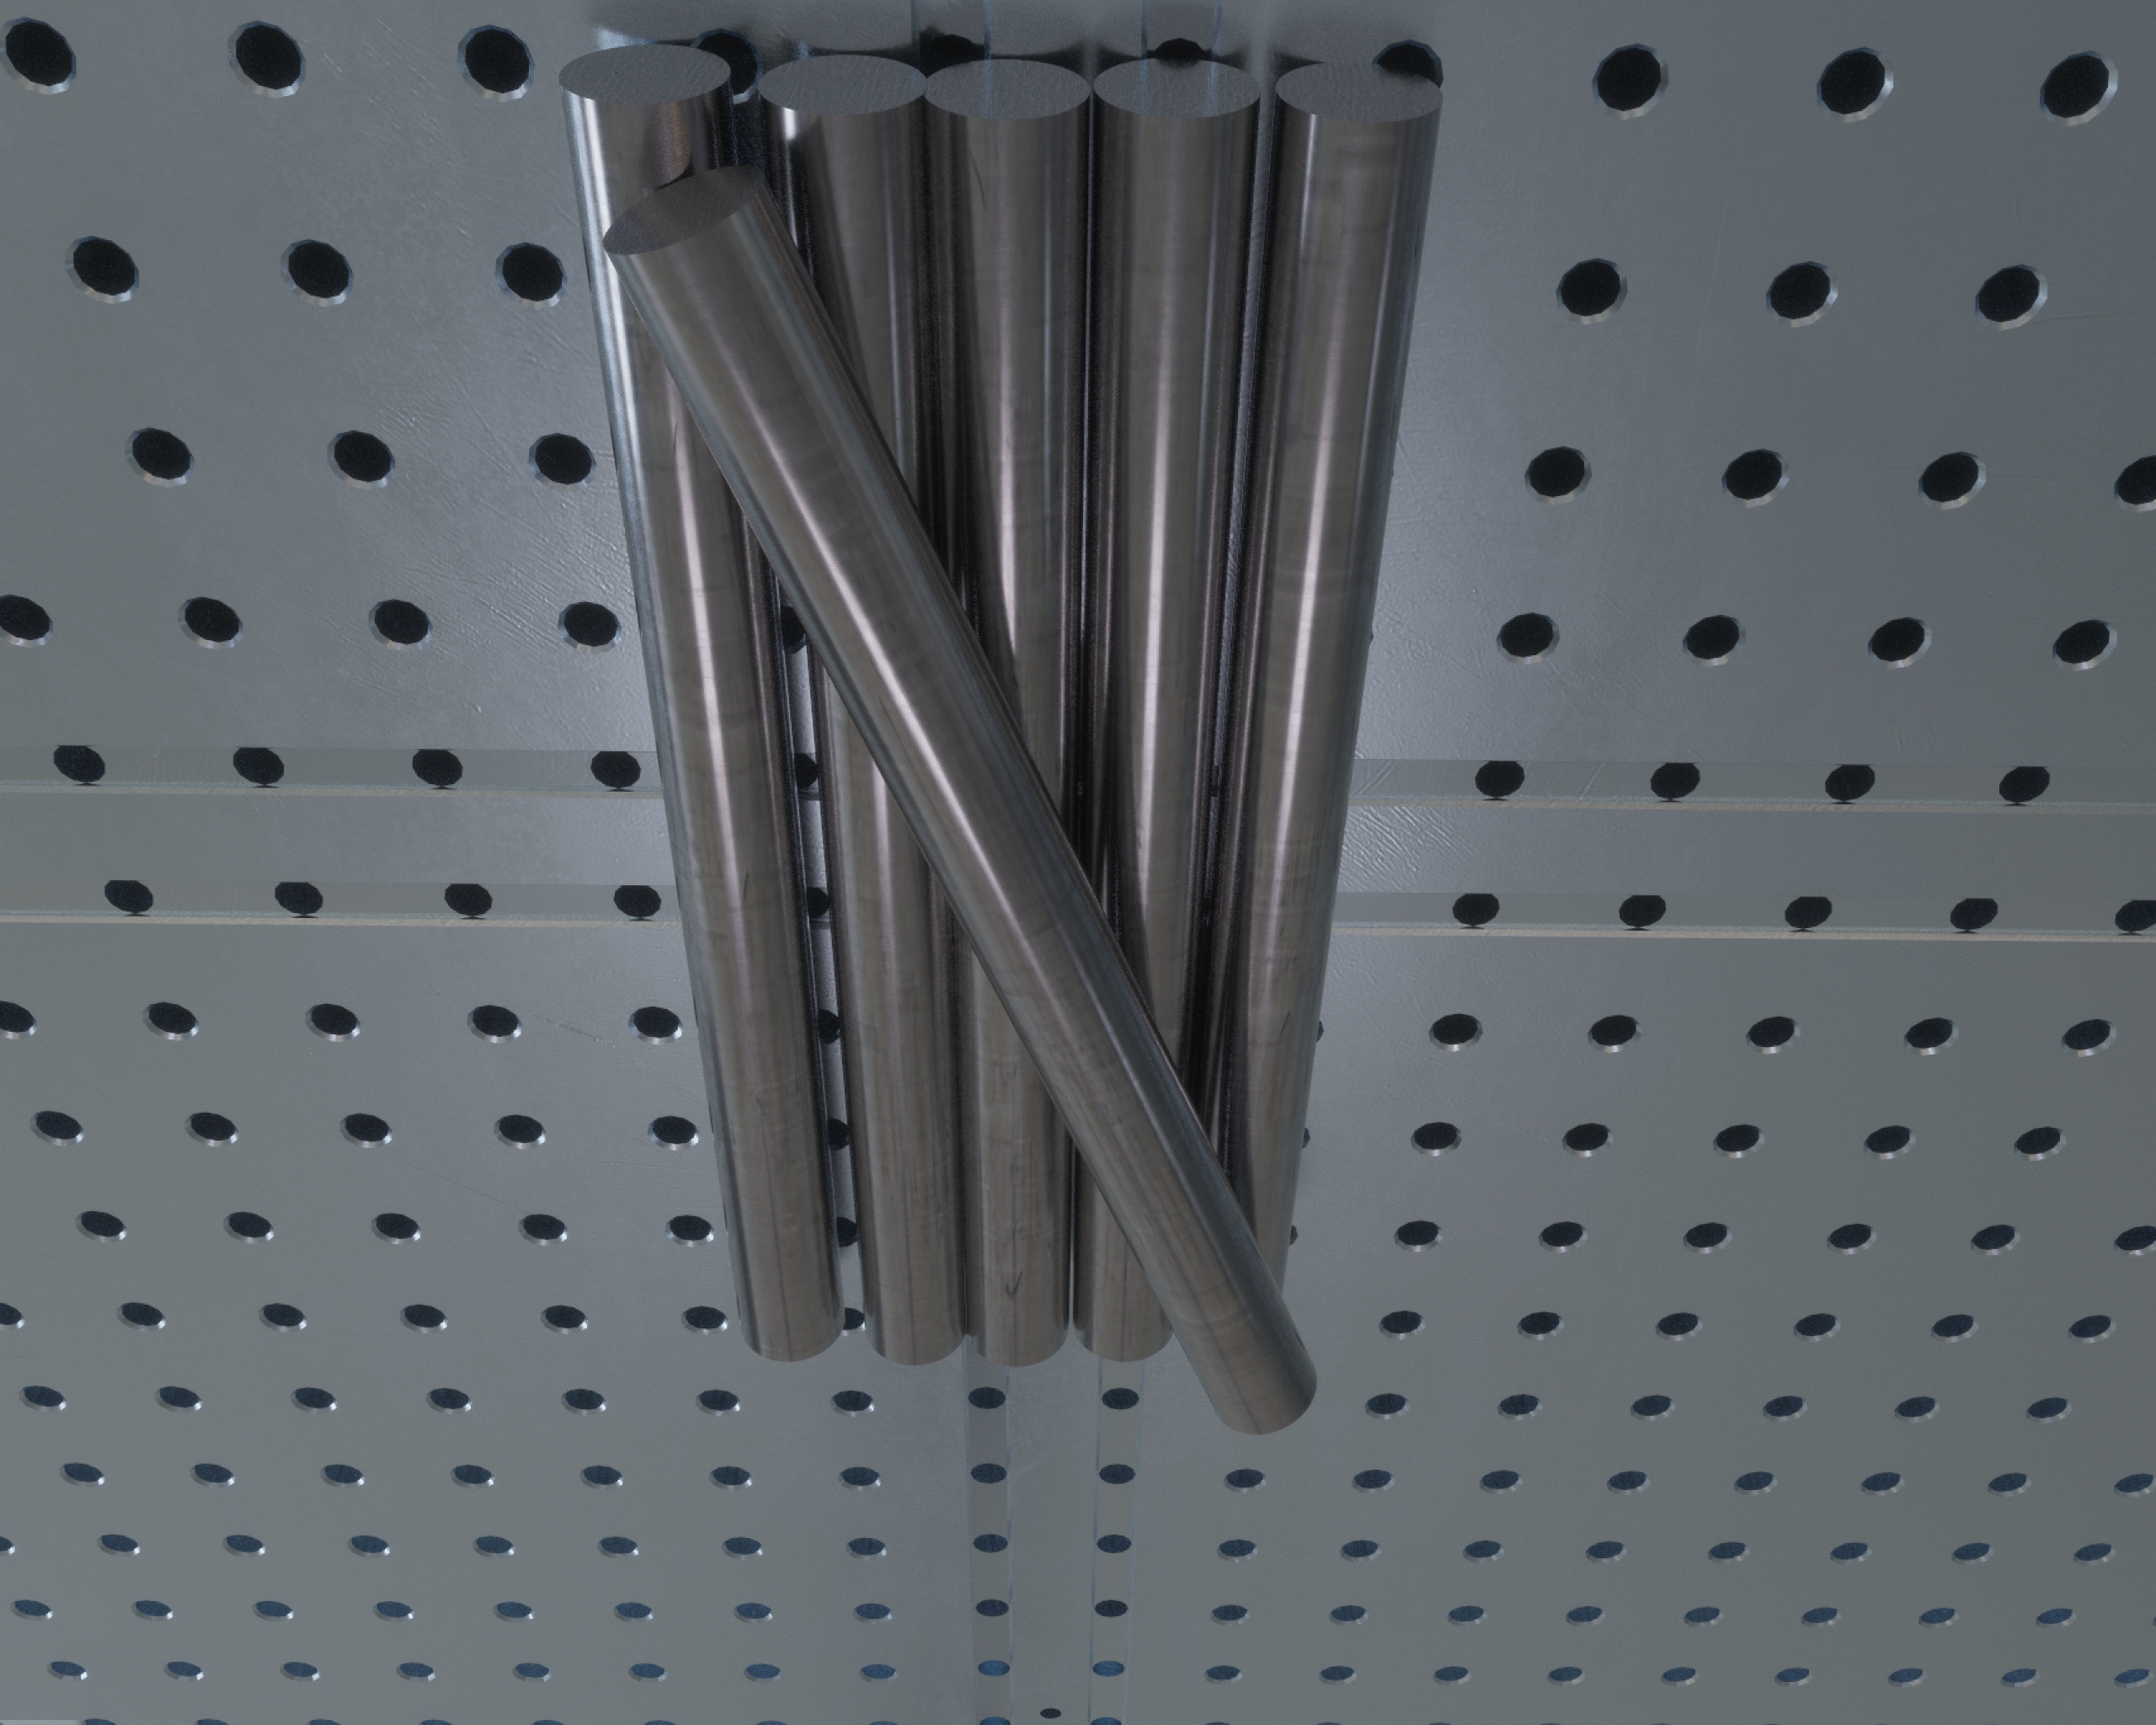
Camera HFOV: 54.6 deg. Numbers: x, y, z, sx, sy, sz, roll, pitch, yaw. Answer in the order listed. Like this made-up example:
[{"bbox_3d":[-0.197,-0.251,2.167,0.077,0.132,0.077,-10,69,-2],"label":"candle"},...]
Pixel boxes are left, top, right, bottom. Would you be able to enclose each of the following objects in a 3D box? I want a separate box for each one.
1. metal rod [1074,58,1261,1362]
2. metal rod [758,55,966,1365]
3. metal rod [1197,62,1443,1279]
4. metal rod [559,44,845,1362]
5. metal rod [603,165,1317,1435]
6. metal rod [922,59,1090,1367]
[{"bbox_3d":[0.013,-0.003,0.410,0.025,0.025,0.298,0,130,-1],"label":"metal rod"},{"bbox_3d":[-0.037,-0.002,0.408,0.025,0.025,0.298,0,130,-1],"label":"metal rod"},{"bbox_3d":[0.039,-0.002,0.410,0.025,0.025,0.298,1,130,-1],"label":"metal rod"},{"bbox_3d":[-0.066,-0.004,0.407,0.025,0.025,0.298,1,130,-1],"label":"metal rod"},{"bbox_3d":[-0.007,0.014,0.390,0.025,0.025,0.299,-15,129,12],"label":"metal rod"},{"bbox_3d":[-0.013,-0.002,0.408,0.025,0.025,0.298,0,130,-1],"label":"metal rod"}]
